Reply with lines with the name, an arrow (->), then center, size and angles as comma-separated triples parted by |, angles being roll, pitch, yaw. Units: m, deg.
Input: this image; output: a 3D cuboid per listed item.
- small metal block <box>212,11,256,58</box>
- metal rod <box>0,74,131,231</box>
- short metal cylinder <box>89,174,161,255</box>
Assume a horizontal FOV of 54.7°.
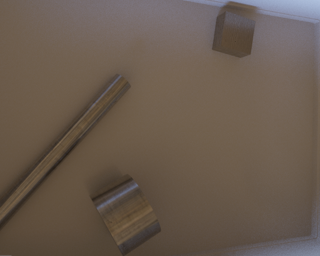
small metal block -> 0.108, -0.135, 0.452 | 0.050, 0.025, 0.050 | 10, 87, -20
metal rod -> -0.141, 0.052, 0.358 | 0.025, 0.025, 0.300 | 44, 76, -15
short metal cylinder -> -0.042, 0.102, 0.367 | 0.050, 0.080, 0.080 | -29, 100, -18
